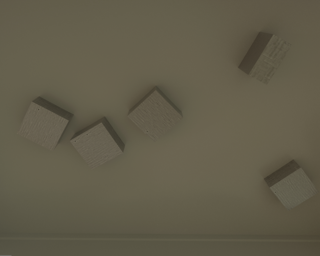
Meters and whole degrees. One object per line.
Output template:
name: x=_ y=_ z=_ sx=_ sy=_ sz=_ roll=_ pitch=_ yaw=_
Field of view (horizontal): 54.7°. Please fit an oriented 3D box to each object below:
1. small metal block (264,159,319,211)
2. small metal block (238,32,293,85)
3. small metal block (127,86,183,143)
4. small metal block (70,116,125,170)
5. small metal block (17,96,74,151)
small metal block: x=0.187 y=0.082 z=0.443 sx=0.050 sy=0.025 sz=0.050 roll=-37 pitch=106 yaw=12
small metal block: x=0.123 y=-0.084 z=0.368 sx=0.025 sy=0.050 sz=0.050 roll=26 pitch=108 yaw=-9
small metal block: x=-0.006 y=-0.018 z=0.404 sx=0.050 sy=0.025 sz=0.050 roll=-42 pitch=105 yaw=13
small metal block: x=-0.083 y=0.020 z=0.418 sx=0.050 sy=0.025 sz=0.050 roll=-29 pitch=108 yaw=10
small metal block: x=-0.150 y=-0.005 z=0.408 sx=0.050 sy=0.025 sz=0.050 roll=29 pitch=107 yaw=-10
